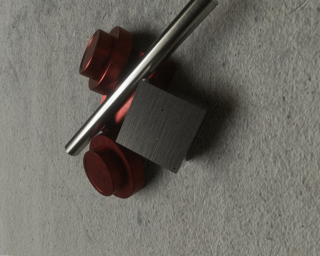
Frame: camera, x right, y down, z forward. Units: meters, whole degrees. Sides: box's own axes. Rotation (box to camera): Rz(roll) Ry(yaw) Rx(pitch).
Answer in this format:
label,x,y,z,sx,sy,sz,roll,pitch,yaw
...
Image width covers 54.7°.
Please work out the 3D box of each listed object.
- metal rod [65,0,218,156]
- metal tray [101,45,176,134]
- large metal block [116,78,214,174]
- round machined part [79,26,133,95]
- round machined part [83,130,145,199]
label,x,y,z,sx,sy,sz,roll,pitch,yaw
metal rod,-0.042,-0.053,0.402,0.299,0.025,0.025,-42,65,31
metal tray,-0.038,-0.043,0.435,0.090,0.030,0.129,31,109,35
large metal block,0.006,-0.006,0.366,0.080,0.050,0.079,27,108,11
round machined part,-0.080,-0.099,0.435,0.098,0.042,0.098,-41,37,42
round machined part,-0.070,0.055,0.431,0.098,0.042,0.097,24,127,37
